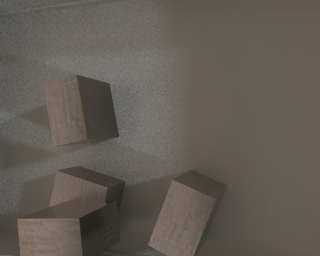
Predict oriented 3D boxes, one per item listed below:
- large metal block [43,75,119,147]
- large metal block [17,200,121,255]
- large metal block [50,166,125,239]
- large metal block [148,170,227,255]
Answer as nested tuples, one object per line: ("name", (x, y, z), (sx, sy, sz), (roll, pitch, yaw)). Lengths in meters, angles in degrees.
("large metal block", (-0.103, -0.021, 0.418), (0.050, 0.080, 0.080), (-12, 86, 20))
("large metal block", (-0.103, 0.120, 0.365), (0.080, 0.080, 0.050), (-6, 88, 20))
("large metal block", (-0.103, 0.105, 0.434), (0.080, 0.050, 0.080), (14, 95, 19))
("large metal block", (0.036, 0.101, 0.368), (0.050, 0.080, 0.080), (22, 97, 18))
